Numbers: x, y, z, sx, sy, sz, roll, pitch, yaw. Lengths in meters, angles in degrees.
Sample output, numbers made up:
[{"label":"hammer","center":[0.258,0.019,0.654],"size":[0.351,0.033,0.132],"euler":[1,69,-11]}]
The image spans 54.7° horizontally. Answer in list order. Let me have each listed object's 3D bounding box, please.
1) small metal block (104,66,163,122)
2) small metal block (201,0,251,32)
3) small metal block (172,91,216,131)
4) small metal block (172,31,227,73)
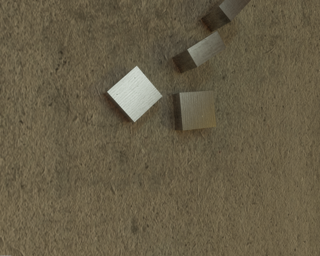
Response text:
[{"label":"small metal block","center":[-0.034,-0.042,0.396],"size":[0.050,0.025,0.050],"euler":[-45,104,-15]},{"label":"small metal block","center":[0.092,-0.166,0.429],"size":[0.025,0.050,0.050],"euler":[46,76,-15]},{"label":"small metal block","center":[0.047,-0.024,0.426],"size":[0.050,0.025,0.050],"euler":[-6,92,-20]},{"label":"small metal block","center":[0.051,-0.100,0.414],"size":[0.050,0.050,0.025],"euler":[-35,102,-17]}]
